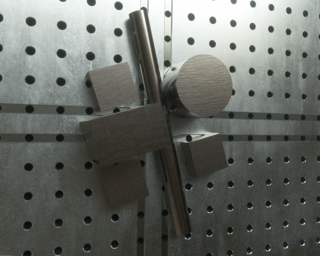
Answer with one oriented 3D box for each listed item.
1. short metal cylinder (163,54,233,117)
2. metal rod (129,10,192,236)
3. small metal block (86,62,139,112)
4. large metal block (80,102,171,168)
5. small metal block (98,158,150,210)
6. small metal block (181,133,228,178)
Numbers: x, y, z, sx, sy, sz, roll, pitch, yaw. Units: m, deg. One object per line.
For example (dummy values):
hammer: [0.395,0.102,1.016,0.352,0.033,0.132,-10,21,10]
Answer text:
short metal cylinder: [0.049,-0.055,0.418,0.081,0.050,0.079,0,90,-21]
metal rod: [0.002,-0.004,0.414,0.025,0.025,0.298,-13,95,-20]
small metal block: [-0.060,-0.051,0.391,0.050,0.025,0.050,-19,97,-19]
large metal block: [-0.044,0.006,0.366,0.081,0.080,0.050,-16,96,-20]
small metal block: [-0.047,0.069,0.396,0.050,0.025,0.050,-17,96,-20]
small metal block: [0.063,0.037,0.437,0.050,0.025,0.050,-16,96,-20]
